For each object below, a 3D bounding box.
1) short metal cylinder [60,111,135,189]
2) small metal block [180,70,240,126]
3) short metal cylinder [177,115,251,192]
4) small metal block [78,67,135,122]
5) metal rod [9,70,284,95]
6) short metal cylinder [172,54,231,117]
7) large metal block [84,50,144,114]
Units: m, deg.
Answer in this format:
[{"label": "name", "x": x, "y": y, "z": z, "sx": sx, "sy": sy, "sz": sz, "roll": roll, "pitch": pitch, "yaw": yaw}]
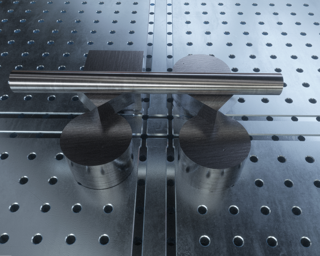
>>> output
[{"label": "short metal cylinder", "x": -0.072, "y": 0.025, "z": 0.369, "sx": 0.080, "sy": 0.050, "sz": 0.080, "roll": 0, "pitch": 50, "yaw": 0}, {"label": "small metal block", "x": 0.061, "y": -0.038, "z": 0.375, "sx": 0.050, "sy": 0.025, "sz": 0.050, "roll": 33, "pitch": 57, "yaw": 24}, {"label": "short metal cylinder", "x": 0.062, "y": 0.028, "z": 0.368, "sx": 0.080, "sy": 0.050, "sz": 0.080, "roll": 0, "pitch": 50, "yaw": 0}, {"label": "small metal block", "x": -0.067, "y": -0.042, "z": 0.378, "sx": 0.050, "sy": 0.025, "sz": 0.050, "roll": -33, "pitch": 57, "yaw": -25}, {"label": "metal rod", "x": -0.015, "y": -0.051, "z": 0.353, "sx": 0.302, "sy": 0.025, "sz": 0.025, "roll": 1, "pitch": 50, "yaw": 0}, {"label": "short metal cylinder", "x": 0.057, "y": -0.061, "z": 0.443, "sx": 0.080, "sy": 0.050, "sz": 0.080, "roll": 0, "pitch": 50, "yaw": 0}, {"label": "large metal block", "x": -0.065, "y": -0.067, "z": 0.446, "sx": 0.080, "sy": 0.050, "sz": 0.080, "roll": 1, "pitch": 50, "yaw": 1}]
